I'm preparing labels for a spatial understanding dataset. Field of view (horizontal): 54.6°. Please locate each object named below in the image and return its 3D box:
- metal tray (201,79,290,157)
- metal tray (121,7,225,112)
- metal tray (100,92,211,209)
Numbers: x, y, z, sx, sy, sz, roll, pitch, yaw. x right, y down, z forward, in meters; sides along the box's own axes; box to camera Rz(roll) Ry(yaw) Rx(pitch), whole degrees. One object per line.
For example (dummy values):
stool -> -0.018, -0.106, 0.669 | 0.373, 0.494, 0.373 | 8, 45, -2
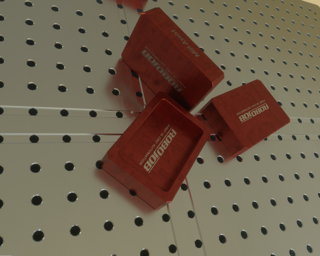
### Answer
metal tray -> 0.138, -0.020, 0.491 | 0.131, 0.030, 0.090 | -24, 75, -36
metal tray -> 0.013, -0.086, 0.425 | 0.130, 0.090, 0.030 | 47, 51, 4
metal tray -> 0.000, 0.023, 0.390 | 0.090, 0.030, 0.130 | 39, 51, -2
